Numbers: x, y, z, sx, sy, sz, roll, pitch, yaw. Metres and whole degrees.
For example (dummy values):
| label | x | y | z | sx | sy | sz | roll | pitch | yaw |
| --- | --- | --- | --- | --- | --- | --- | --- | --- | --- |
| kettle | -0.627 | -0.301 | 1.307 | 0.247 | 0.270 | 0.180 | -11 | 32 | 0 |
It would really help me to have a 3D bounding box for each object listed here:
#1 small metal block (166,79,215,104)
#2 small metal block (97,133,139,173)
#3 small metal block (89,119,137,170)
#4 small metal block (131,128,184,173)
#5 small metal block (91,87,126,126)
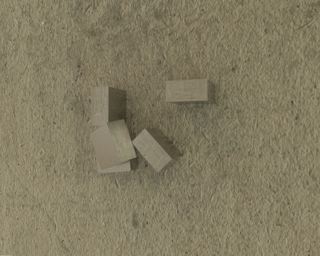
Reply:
| label | x | y | z | sx | sy | sz | roll | pitch | yaw |
| --- | --- | --- | --- | --- | --- | --- | --- | --- | --- |
| small metal block | 0.039 | -0.044 | 0.382 | 0.050 | 0.050 | 0.025 | 0 | 90 | 20 |
| small metal block | -0.060 | 0.035 | 0.430 | 0.050 | 0.025 | 0.050 | -6 | 88 | 20 |
| small metal block | -0.060 | 0.022 | 0.392 | 0.050 | 0.025 | 0.050 | -27 | 80 | 49 |
| small metal block | -0.002 | 0.027 | 0.396 | 0.025 | 0.050 | 0.050 | -45 | 76 | 14 |
| small metal block | -0.069 | -0.028 | 0.420 | 0.025 | 0.050 | 0.050 | 0 | 90 | 20 |
